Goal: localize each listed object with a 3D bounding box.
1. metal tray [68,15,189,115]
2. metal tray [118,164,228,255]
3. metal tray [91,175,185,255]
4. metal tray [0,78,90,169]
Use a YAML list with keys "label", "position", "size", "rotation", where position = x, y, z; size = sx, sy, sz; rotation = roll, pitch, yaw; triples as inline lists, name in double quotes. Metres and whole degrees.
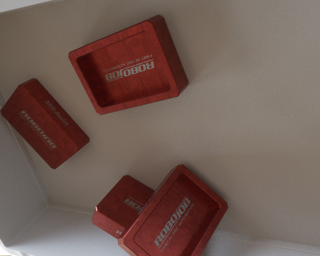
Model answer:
- label: "metal tray"
  position: [-0.041, -0.072, 0.380]
  size: [0.130, 0.030, 0.090]
  rotation: [-11, 113, 32]
- label: "metal tray"
  position: [0.020, 0.123, 0.404]
  size: [0.090, 0.131, 0.030]
  rotation: [42, 150, -1]
- label: "metal tray"
  position: [-0.021, 0.134, 0.457]
  size: [0.130, 0.090, 0.030]
  rotation: [29, 124, 9]
- label: "metal tray"
  position: [-0.186, -0.003, 0.499]
  size: [0.090, 0.030, 0.130]
  rotation: [-34, 100, 38]
